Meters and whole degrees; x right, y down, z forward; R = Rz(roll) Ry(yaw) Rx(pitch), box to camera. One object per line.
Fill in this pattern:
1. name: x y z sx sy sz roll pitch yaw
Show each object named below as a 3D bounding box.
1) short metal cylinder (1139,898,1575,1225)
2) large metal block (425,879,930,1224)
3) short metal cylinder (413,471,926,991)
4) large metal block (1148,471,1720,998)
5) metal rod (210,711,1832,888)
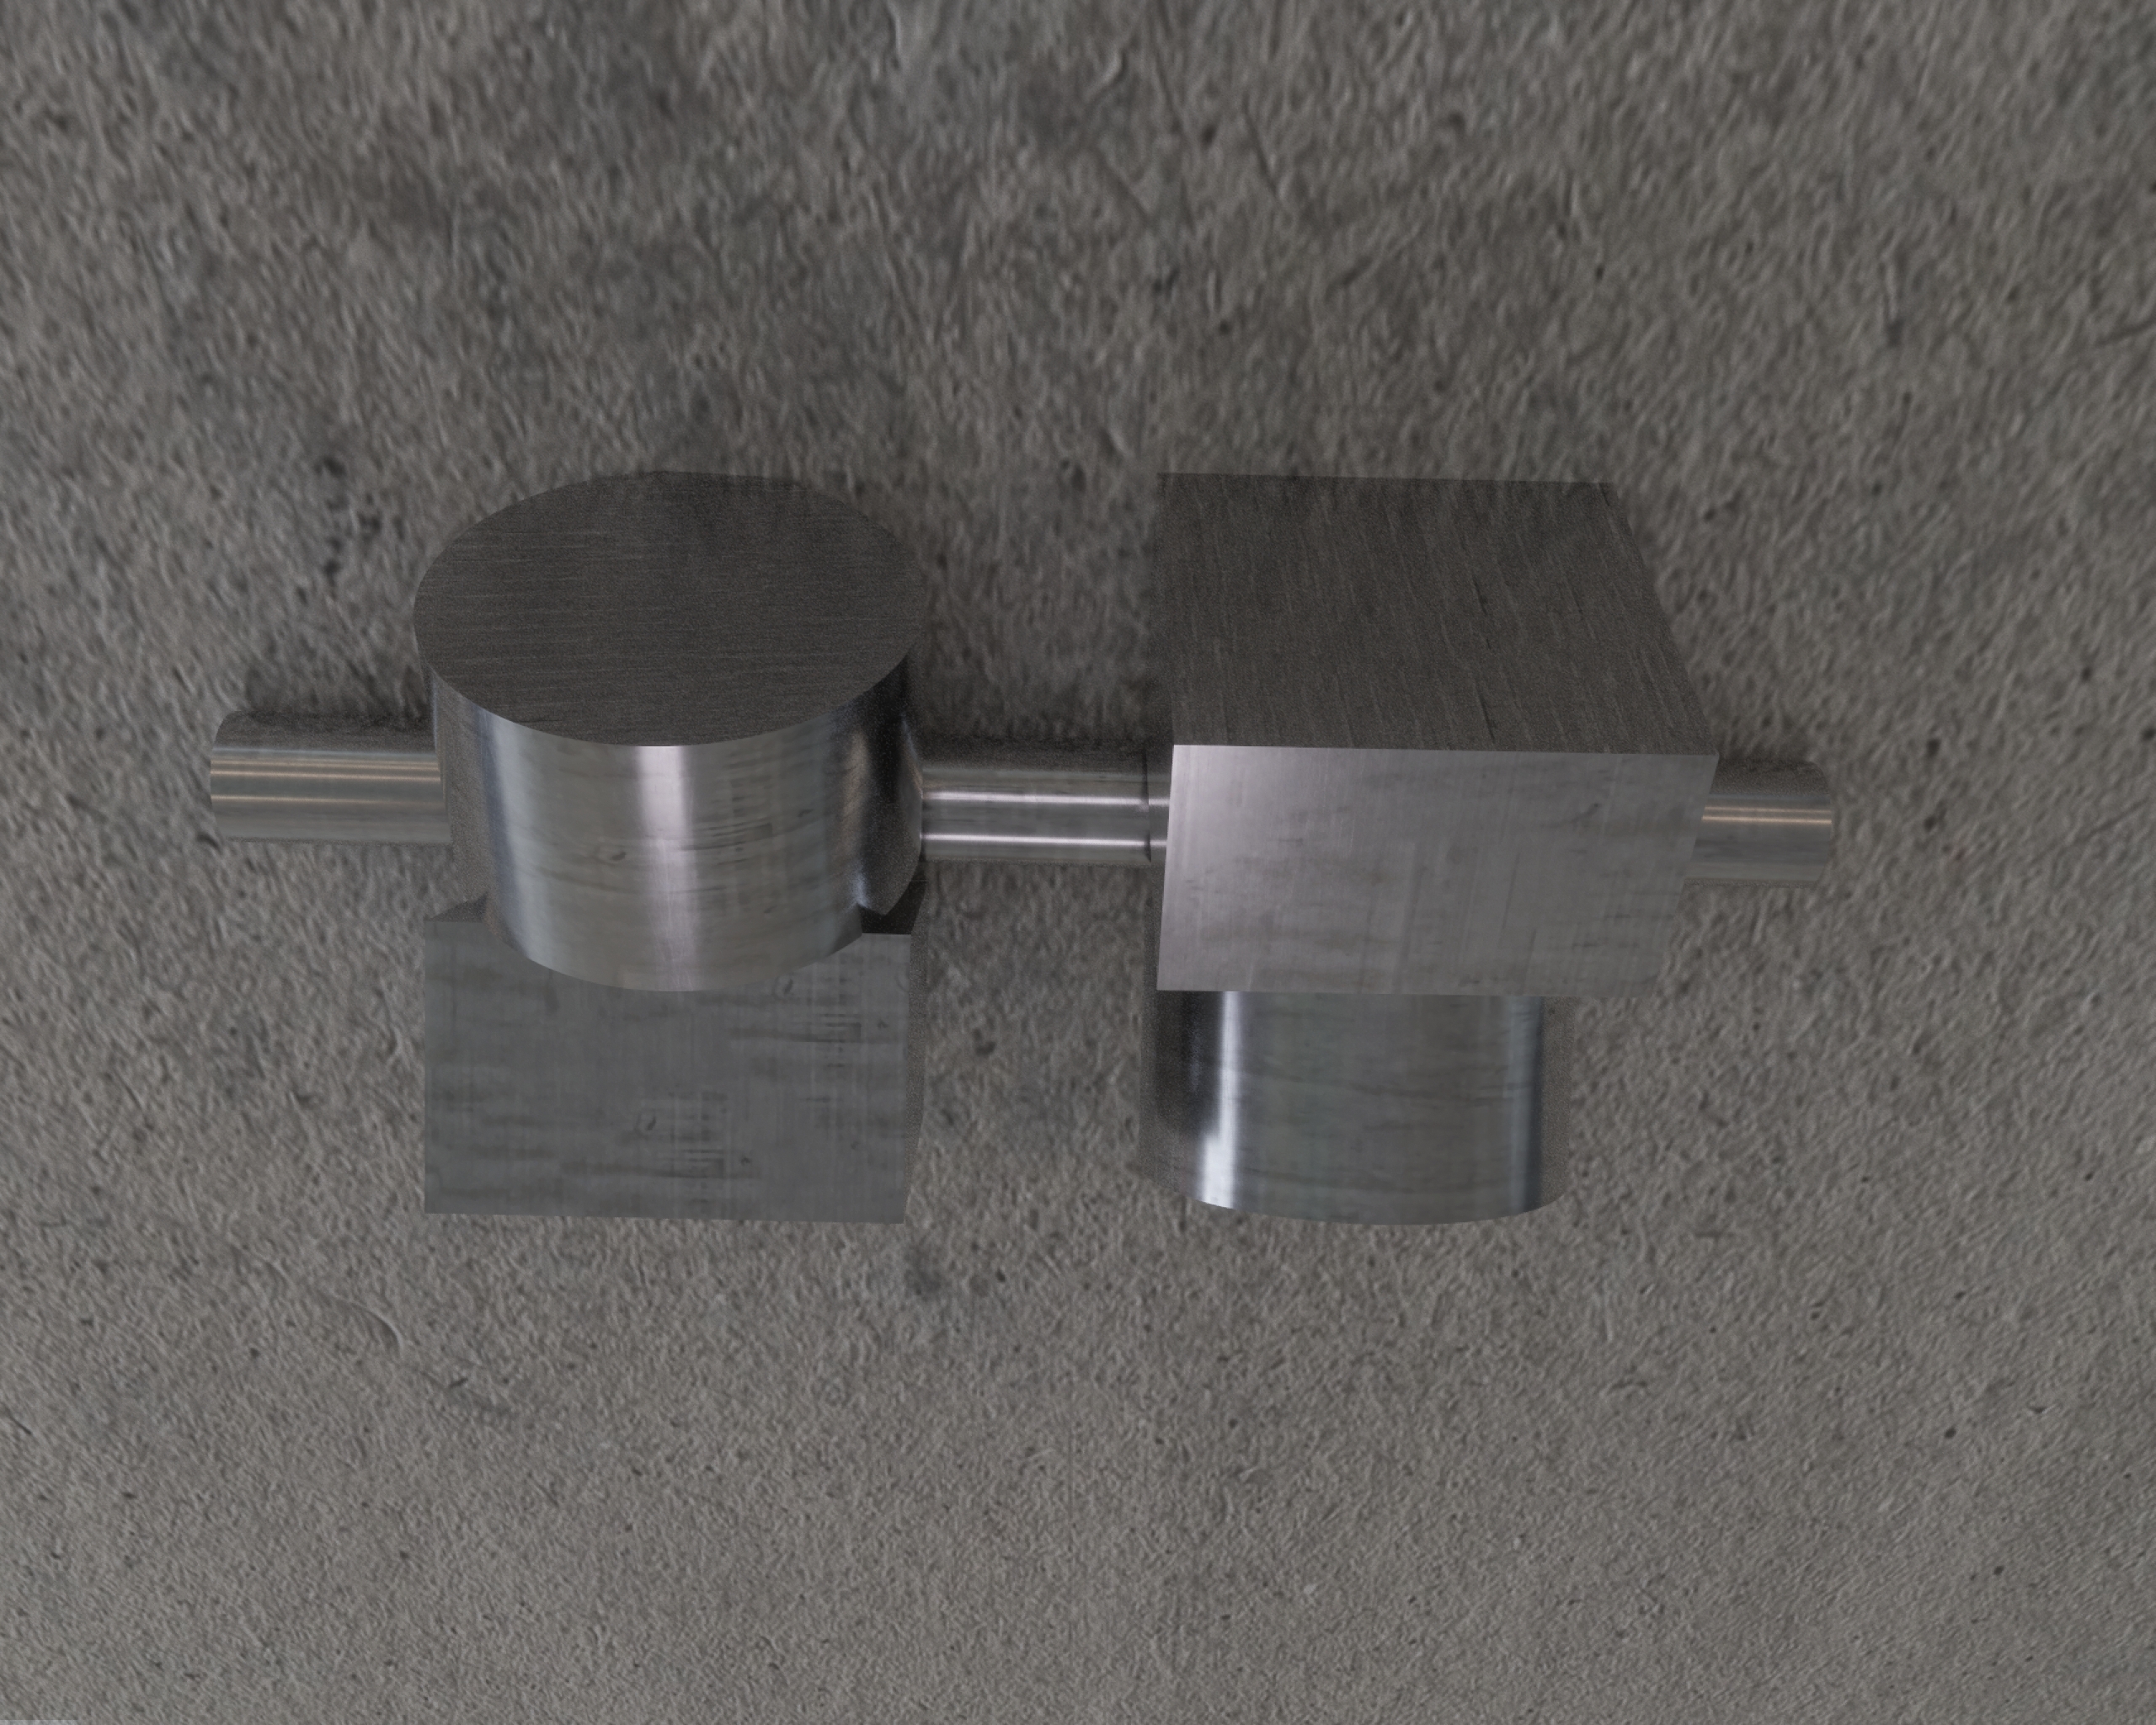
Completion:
1. short metal cylinder: 0.052 0.033 0.393 0.081 0.080 0.050 1 95 -1
2. large metal block: -0.070 0.031 0.391 0.081 0.080 0.050 2 96 -2
3. short metal cylinder: -0.066 -0.024 0.351 0.081 0.080 0.050 3 130 -3
4. large metal block: 0.054 -0.023 0.353 0.081 0.080 0.050 1 130 -1
5. metal rod: -0.009 -0.012 0.401 0.302 0.025 0.025 2 130 -2
